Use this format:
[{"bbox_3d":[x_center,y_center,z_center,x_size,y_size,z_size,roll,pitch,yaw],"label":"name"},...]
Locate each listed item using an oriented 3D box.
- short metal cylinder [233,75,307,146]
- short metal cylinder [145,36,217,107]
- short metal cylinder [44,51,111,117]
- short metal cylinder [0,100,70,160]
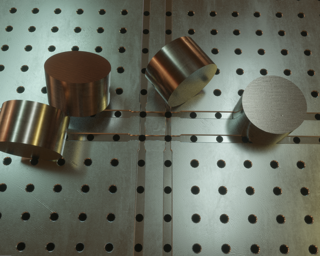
[{"bbox_3d":[0.142,-0.022,0.408,0.081,0.050,0.080,0,70,0],"label":"short metal cylinder"},{"bbox_3d":[0.028,-0.073,0.410,0.080,0.080,0.050,-34,74,-12],"label":"short metal cylinder"},{"bbox_3d":[-0.105,-0.059,0.401,0.081,0.050,0.080,6,40,-5],"label":"short metal cylinder"},{"bbox_3d":[-0.156,0.005,0.379,0.080,0.080,0.050,5,70,1],"label":"short metal cylinder"}]
